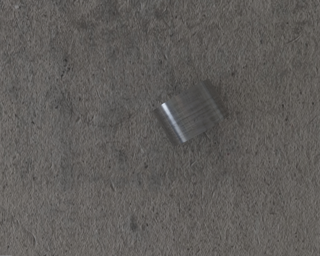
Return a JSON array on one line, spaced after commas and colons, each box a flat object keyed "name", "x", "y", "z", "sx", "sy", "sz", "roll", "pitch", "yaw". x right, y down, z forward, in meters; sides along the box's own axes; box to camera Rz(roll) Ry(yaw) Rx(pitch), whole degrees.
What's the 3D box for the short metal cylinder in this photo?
[{"name": "short metal cylinder", "x": 0.038, "y": -0.019, "z": 0.383, "sx": 0.080, "sy": 0.080, "sz": 0.050, "roll": -30, "pitch": 90, "yaw": 0}]
